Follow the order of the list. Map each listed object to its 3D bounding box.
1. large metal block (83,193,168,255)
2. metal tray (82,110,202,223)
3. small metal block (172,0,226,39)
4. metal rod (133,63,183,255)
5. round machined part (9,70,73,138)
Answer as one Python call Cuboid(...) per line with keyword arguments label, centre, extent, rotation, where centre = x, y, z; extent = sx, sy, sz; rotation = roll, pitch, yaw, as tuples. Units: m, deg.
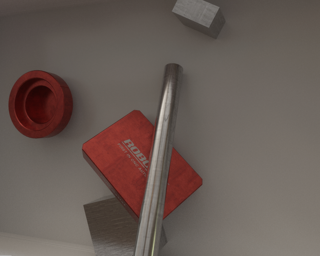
Cuboid(label="large metal block", centre=(-0.045, 0.128, 0.412), extent=(0.080, 0.050, 0.080), rotation=(-17, 84, 18))
Cuboid(label="metal tray", centre=(-0.023, 0.050, 0.388), extent=(0.090, 0.030, 0.130), rotation=(-36, 75, -24))
Cuboid(label="small metal block", centre=(0.049, -0.137, 0.380), extent=(0.050, 0.050, 0.025), rotation=(30, 100, 17))
Cuboid(label="metal rod", centre=(-0.003, 0.058, 0.345), extent=(0.025, 0.025, 0.299), rotation=(0, 65, 19))
Cuboid(label="round machined part", centre=(-0.170, -0.034, 0.460), extent=(0.098, 0.042, 0.097), rotation=(0, 90, 19))
